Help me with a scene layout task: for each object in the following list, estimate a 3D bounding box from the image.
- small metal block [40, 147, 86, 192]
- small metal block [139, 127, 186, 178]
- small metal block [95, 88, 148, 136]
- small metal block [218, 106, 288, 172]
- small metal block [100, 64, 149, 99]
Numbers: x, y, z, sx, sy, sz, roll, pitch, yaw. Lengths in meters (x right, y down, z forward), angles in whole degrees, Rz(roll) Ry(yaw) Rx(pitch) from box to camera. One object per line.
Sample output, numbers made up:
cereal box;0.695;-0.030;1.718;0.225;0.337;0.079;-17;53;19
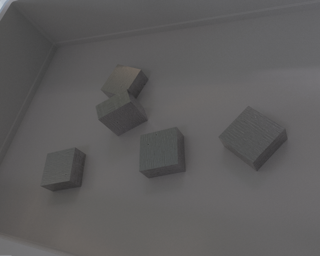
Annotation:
small metal block;-0.137;0.060;0.442;0.050;0.025;0.050;-13;56;21
small metal block;0.003;0.031;0.385;0.050;0.025;0.050;-14;56;20
small metal block;-0.052;-0.020;0.430;0.050;0.050;0.025;-28;52;11
small metal block;0.103;0.011;0.345;0.050;0.025;0.050;-46;51;-4
small metal block;-0.054;-0.067;0.476;0.050;0.025;0.050;20;72;35
